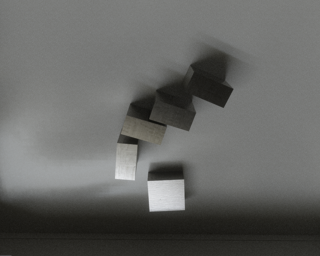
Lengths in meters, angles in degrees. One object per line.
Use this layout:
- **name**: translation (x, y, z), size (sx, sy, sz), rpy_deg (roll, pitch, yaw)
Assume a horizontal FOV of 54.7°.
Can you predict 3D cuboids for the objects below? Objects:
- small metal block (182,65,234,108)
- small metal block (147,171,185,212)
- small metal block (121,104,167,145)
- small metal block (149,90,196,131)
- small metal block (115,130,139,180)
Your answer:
- **small metal block**: translation (0.057, -0.052, 0.379), size (0.050, 0.050, 0.025), rpy_deg (22, 109, -8)
- **small metal block**: translation (0.009, 0.091, 0.445), size (0.050, 0.025, 0.050), rpy_deg (-3, 110, 1)
- **small metal block**: translation (-0.019, -0.006, 0.396), size (0.050, 0.050, 0.025), rpy_deg (16, 109, -6)
- **small metal block**: translation (0.015, -0.023, 0.390), size (0.050, 0.050, 0.025), rpy_deg (17, 109, -6)
- **small metal block**: translation (-0.042, 0.034, 0.410), size (0.025, 0.050, 0.050), rpy_deg (5, 110, -2)
